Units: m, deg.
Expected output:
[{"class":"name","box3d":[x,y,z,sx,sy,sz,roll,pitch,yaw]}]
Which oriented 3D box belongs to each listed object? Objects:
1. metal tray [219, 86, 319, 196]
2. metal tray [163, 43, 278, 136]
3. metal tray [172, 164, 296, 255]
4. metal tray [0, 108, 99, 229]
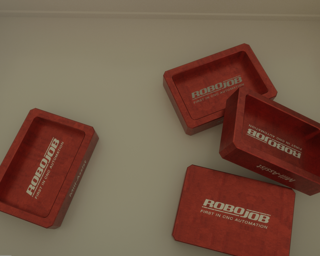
[{"class":"metal tray","box3d":[0.139,0.015,0.369,0.131,0.030,0.090,24,55,-11]},{"class":"metal tray","box3d":[0.080,-0.055,0.427,0.131,0.030,0.090,-21,71,-8]},{"class":"metal tray","box3d":[0.087,0.103,0.370,0.131,0.030,0.090,13,70,4]},{"class":"metal tray","box3d":[-0.144,0.048,0.388,0.090,0.030,0.130,18,71,6]}]
